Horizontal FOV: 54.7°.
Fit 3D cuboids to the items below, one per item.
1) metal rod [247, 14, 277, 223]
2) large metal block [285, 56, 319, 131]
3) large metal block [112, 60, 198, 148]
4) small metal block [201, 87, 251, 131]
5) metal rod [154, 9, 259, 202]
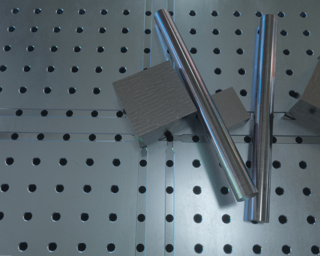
[{"bbox_3d":[0.142,-0.027,0.422,0.025,0.025,0.299,9,70,3],"label":"metal rod"},{"bbox_3d":[0.230,-0.041,0.415,0.080,0.050,0.080,29,73,10],"label":"large metal block"},{"bbox_3d":[-0.007,-0.031,0.410,0.080,0.050,0.080,-24,72,-9],"label":"large metal block"},{"bbox_3d":[0.085,-0.021,0.420,0.050,0.025,0.050,-23,72,-8],"label":"small metal block"},{"bbox_3d":[0.049,-0.049,0.404,0.025,0.025,0.299,-17,62,-6],"label":"metal rod"}]
